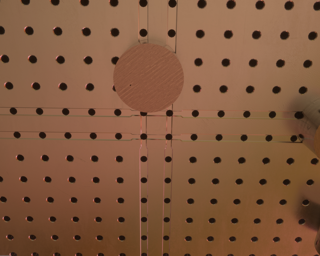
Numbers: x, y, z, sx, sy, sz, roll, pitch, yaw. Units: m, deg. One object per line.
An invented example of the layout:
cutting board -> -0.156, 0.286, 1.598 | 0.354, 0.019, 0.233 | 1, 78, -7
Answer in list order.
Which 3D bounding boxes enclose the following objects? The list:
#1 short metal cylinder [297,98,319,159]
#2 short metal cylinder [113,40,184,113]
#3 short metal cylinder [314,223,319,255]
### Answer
short metal cylinder -> 0.229, 0.003, 0.403 | 0.081, 0.050, 0.079 | 0, 110, 0
short metal cylinder -> -0.013, -0.064, 0.376 | 0.081, 0.050, 0.079 | 0, 110, 0
short metal cylinder -> 0.272, 0.160, 0.445 | 0.081, 0.080, 0.050 | 4, 110, -2
